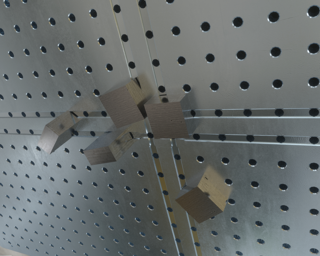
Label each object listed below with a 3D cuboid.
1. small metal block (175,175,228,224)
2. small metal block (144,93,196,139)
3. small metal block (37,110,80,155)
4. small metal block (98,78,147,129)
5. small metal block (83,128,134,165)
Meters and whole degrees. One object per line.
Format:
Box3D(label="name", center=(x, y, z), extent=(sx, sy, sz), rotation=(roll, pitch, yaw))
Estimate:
Box3D(label="small metal block", center=(0.059, 0.103, 0.444), extent=(0.050, 0.025, 0.050), rotation=(45, 129, -3))
Box3D(label="small metal block", center=(0.013, -0.014, 0.396), extent=(0.050, 0.025, 0.050), rotation=(-3, 117, 29))
Box3D(label="small metal block", center=(-0.158, 0.007, 0.483), extent=(0.025, 0.050, 0.050), rotation=(40, 129, 1))
Box3D(label="small metal block", center=(-0.046, -0.032, 0.416), extent=(0.050, 0.025, 0.050), rotation=(-17, 109, 35))
Box3D(label="small metal block", center=(-0.074, 0.027, 0.452), extent=(0.050, 0.050, 0.025), rotation=(-12, 112, 33))
